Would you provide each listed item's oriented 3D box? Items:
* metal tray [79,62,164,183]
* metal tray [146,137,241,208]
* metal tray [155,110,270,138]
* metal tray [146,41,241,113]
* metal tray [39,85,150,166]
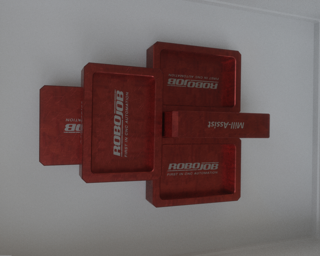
[{"bbox_3d":[-0.044,-0.005,0.358,0.091,0.030,0.129,1,90,-21],"label":"metal tray"},{"bbox_3d":[0.048,0.056,0.425,0.131,0.030,0.089,1,90,-21],"label":"metal tray"},{"bbox_3d":[0.061,-0.004,0.397,0.131,0.090,0.030,1,90,-20],"label":"metal tray"},{"bbox_3d":[0.048,-0.064,0.425,0.131,0.030,0.089,1,90,-21],"label":"metal tray"},{"bbox_3d":[-0.076,-0.003,0.377,0.131,0.030,0.089,0,90,-21],"label":"metal tray"}]
